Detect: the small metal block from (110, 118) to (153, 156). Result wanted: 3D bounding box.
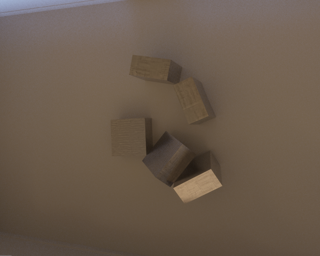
[{"bbox_3d":[-0.038,0.012,0.423,0.050,0.025,0.050,-3,89,19],"label":"small metal block"}]

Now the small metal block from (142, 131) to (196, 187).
[{"bbox_3d":[0.010,0.037,0.386,0.025,0.050,0.050,39,90,-28],"label":"small metal block"}]

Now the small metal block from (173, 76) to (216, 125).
[{"bbox_3d":[0.044,-0.032,0.381,0.025,0.050,0.050,-24,82,18],"label":"small metal block"}]

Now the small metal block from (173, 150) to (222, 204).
[{"bbox_3d":[0.046,0.059,0.377,0.050,0.050,0.025,-30,104,17],"label":"small metal block"}]

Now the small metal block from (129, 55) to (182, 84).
[{"bbox_3d":[-0.004,-0.074,0.398,0.050,0.050,0.025,12,94,19],"label":"small metal block"}]
